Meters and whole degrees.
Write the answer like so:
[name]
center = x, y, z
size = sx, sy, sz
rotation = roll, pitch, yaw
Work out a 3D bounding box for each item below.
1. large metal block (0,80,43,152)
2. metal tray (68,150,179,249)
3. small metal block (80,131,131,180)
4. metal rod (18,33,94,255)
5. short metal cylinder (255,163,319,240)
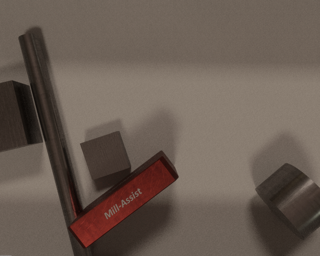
[large metal block]
center = -0.208, -0.010, 0.396
size = 0.080, 0.050, 0.080
rotation = -13, 90, -1
[metal tray]
center = -0.040, 0.081, 0.378
size = 0.130, 0.090, 0.030
rotation = -37, 90, 0
[small metal block]
center = -0.071, 0.036, 0.411
size = 0.050, 0.025, 0.050
rotation = -19, 90, -1
[metal rod]
center = -0.137, 0.024, 0.409
size = 0.025, 0.025, 0.298
rotation = -14, 90, 0
[short metal cylinder]
center = 0.167, 0.091, 0.386
size = 0.050, 0.080, 0.080
rotation = -41, 91, 0
